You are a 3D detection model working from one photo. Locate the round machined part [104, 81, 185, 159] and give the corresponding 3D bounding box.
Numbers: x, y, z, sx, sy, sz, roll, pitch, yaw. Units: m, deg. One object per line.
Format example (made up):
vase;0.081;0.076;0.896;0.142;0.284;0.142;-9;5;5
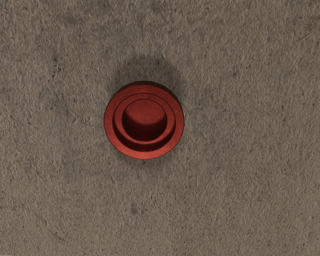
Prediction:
round machined part;-0.019;-0.013;0.396;0.099;0.042;0.097;0;110;-1
